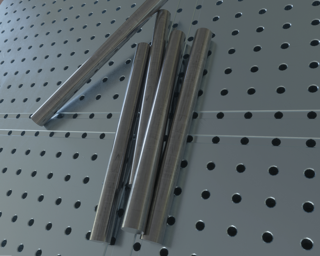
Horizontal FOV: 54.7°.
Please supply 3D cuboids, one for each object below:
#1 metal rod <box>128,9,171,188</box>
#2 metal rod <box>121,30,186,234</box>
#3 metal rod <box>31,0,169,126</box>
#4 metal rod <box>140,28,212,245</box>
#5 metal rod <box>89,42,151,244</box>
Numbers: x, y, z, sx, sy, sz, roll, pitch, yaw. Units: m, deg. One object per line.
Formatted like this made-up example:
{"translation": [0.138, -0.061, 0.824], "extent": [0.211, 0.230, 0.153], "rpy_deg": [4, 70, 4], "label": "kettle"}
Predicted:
{"translation": [-0.010, -0.059, 0.448], "extent": [0.025, 0.025, 0.299], "rpy_deg": [-7, 58, 24], "label": "metal rod"}
{"translation": [-0.001, -0.017, 0.402], "extent": [0.025, 0.025, 0.300], "rpy_deg": [-4, 55, 26], "label": "metal rod"}
{"translation": [-0.100, -0.116, 0.513], "extent": [0.300, 0.025, 0.025], "rpy_deg": [-44, 51, 3], "label": "metal rod"}
{"translation": [0.027, -0.008, 0.397], "extent": [0.025, 0.025, 0.300], "rpy_deg": [2, 62, 29], "label": "metal rod"}
{"translation": [-0.048, 0.002, 0.430], "extent": [0.025, 0.025, 0.299], "rpy_deg": [-4, 60, 26], "label": "metal rod"}
